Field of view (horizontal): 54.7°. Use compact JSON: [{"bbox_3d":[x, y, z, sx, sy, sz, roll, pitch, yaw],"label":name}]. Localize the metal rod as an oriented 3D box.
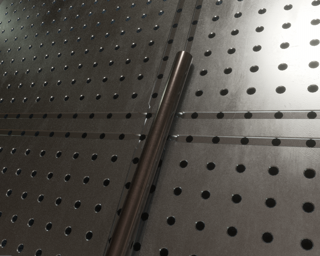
[{"bbox_3d":[-0.009,0.027,0.394,0.025,0.025,0.300,5,64,30],"label":"metal rod"}]
